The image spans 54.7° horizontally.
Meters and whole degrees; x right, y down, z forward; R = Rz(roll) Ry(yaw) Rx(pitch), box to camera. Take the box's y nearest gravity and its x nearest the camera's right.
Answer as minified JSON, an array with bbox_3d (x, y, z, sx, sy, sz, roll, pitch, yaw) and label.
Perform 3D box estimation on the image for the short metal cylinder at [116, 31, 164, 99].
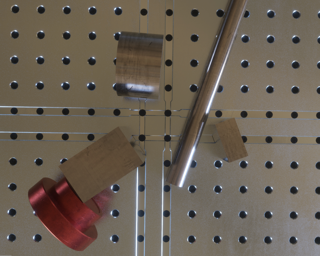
[{"bbox_3d":[-0.024,-0.077,0.386,0.050,0.080,0.079,5,90,0],"label":"short metal cylinder"}]

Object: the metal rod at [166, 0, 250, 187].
[{"bbox_3d":[0.069,-0.066,0.414,0.025,0.025,0.299,20,90,-1],"label":"metal rod"}]

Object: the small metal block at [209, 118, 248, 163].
[{"bbox_3d":[0.087,0.015,0.402,0.025,0.050,0.050,-20,90,0],"label":"small metal block"}]

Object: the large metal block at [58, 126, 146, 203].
[{"bbox_3d":[-0.066,0.041,0.385,0.080,0.080,0.050,-34,90,0],"label":"large metal block"}]

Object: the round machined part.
[{"bbox_3d":[-0.108,0.096,0.376,0.042,0.098,0.098,-42,91,-7],"label":"round machined part"}]
